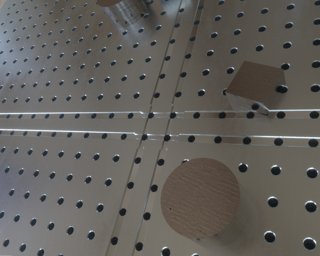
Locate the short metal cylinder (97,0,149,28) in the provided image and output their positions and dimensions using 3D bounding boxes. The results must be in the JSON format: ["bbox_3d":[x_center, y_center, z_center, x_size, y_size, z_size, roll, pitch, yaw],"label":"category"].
[{"bbox_3d":[-0.068,-0.233,0.571,0.080,0.050,0.080,-13,56,21],"label":"short metal cylinder"}]

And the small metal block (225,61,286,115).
[{"bbox_3d":[0.116,-0.050,0.378,0.050,0.025,0.050,24,74,36],"label":"small metal block"}]

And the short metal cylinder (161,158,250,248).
[{"bbox_3d":[0.048,0.077,0.320,0.080,0.050,0.080,-13,56,21],"label":"short metal cylinder"}]
